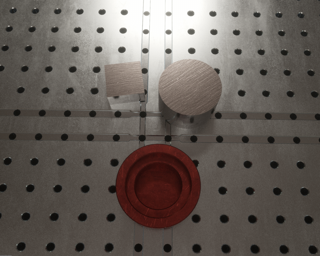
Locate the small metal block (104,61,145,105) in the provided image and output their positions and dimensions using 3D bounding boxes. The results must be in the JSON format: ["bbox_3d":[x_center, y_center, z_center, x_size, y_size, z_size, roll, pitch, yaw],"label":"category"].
[{"bbox_3d":[-0.049,-0.063,0.434,0.050,0.025,0.050,-7,70,-3],"label":"small metal block"}]

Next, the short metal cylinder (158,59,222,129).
[{"bbox_3d":[0.038,-0.045,0.415,0.081,0.050,0.080,0,70,0],"label":"short metal cylinder"}]

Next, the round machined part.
[{"bbox_3d":[-0.002,0.072,0.376,0.099,0.042,0.098,0,70,-1],"label":"round machined part"}]
